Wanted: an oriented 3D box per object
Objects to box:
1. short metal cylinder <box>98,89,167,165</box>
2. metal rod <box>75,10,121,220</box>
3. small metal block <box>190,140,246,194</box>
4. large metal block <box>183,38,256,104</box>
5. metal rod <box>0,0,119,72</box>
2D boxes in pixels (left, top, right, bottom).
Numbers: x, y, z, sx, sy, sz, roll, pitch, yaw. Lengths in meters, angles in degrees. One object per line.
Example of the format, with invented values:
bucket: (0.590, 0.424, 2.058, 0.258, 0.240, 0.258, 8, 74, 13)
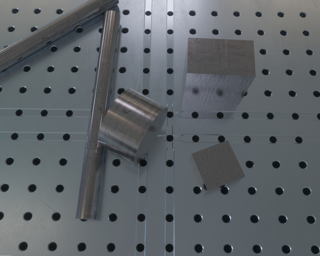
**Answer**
short metal cylinder: (-0.032, -0.002, 0.383, 0.050, 0.080, 0.080, 29, 73, 10)
metal rod: (-0.081, -0.031, 0.422, 0.025, 0.025, 0.299, 3, 70, 1)
small metal block: (0.072, 0.050, 0.394, 0.050, 0.025, 0.050, -20, 71, -7)
large metal block: (0.073, -0.073, 0.410, 0.080, 0.080, 0.050, 3, 70, 1)
metal rod: (-0.192, -0.122, 0.454, 0.301, 0.025, 0.025, -35, 74, -12)
